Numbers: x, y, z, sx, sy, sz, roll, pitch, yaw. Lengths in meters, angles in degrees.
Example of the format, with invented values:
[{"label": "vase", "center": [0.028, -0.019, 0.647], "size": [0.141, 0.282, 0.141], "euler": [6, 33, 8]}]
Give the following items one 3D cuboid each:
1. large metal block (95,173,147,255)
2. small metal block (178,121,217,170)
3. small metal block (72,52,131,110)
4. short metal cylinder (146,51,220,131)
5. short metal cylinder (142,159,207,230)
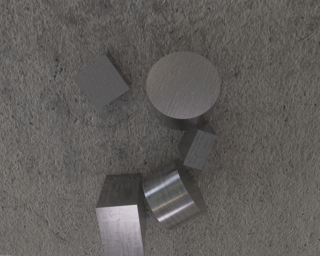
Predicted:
[{"label": "large metal block", "center": [-0.049, 0.117, 0.423], "size": [0.050, 0.080, 0.079], "euler": [-5, 110, 2]}, {"label": "small metal block", "center": [0.047, 0.018, 0.403], "size": [0.025, 0.050, 0.050], "euler": [17, 109, -11]}, {"label": "small metal block", "center": [-0.071, -0.059, 0.388], "size": [0.050, 0.025, 0.050], "euler": [-32, 107, 11]}, {"label": "short metal cylinder", "center": [0.027, -0.041, 0.362], "size": [0.080, 0.050, 0.080], "euler": [-1, 75, 3]}, {"label": "short metal cylinder", "center": [0.020, 0.088, 0.413], "size": [0.050, 0.080, 0.080], "euler": [-31, 107, 11]}]
